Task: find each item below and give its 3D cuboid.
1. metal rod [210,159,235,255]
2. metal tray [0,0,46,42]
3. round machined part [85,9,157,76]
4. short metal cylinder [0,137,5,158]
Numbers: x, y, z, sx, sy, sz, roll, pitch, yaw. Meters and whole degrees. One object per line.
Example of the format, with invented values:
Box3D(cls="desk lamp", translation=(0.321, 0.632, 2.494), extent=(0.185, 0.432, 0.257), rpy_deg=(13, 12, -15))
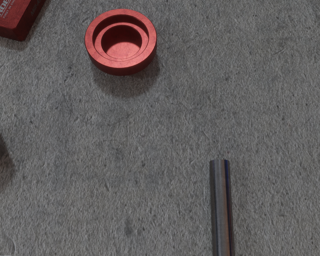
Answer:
Box3D(cls="metal rod", translation=(0.073, 0.183, 0.342), extent=(0.025, 0.025, 0.299), rpy_deg=(1, 70, 0))
Box3D(cls="metal tray", translation=(-0.230, -0.203, 0.476), extent=(0.090, 0.030, 0.130), rpy_deg=(16, 71, 5))
Box3D(cls="round machined part", translation=(-0.053, -0.117, 0.441), extent=(0.099, 0.042, 0.098), rpy_deg=(0, 70, -1))
Box3D(cls="short metal cylinder", translation=(-0.237, 0.018, 0.370), extent=(0.080, 0.080, 0.050), rpy_deg=(-27, 73, -10))
